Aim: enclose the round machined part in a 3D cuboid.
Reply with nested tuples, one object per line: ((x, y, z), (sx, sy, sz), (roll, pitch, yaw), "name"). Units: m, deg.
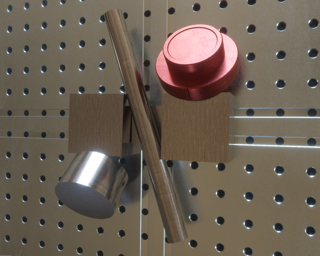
((0.041, -0.083, 0.363), (0.098, 0.042, 0.098), (-9, 53, 12), "round machined part")

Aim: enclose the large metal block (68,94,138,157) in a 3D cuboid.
((-0.076, -0.005, 0.427), (0.080, 0.050, 0.079), (2, 91, 20), "large metal block")

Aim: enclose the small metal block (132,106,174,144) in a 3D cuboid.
((-0.009, -0.004, 0.416), (0.050, 0.025, 0.050), (1, 90, 20), "small metal block")

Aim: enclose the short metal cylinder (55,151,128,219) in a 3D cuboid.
((-0.088, 0.076, 0.408), (0.080, 0.050, 0.080), (11, 136, 11), "short metal cylinder")

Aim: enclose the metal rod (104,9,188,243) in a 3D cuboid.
((-0.020, -0.007, 0.392), (0.025, 0.025, 0.299), (-18, 84, 19), "metal rod")

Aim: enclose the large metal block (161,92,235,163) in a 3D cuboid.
((0.048, -0.001, 0.383), (0.080, 0.050, 0.079), (1, 90, 20), "large metal block")
